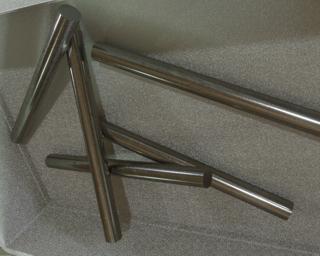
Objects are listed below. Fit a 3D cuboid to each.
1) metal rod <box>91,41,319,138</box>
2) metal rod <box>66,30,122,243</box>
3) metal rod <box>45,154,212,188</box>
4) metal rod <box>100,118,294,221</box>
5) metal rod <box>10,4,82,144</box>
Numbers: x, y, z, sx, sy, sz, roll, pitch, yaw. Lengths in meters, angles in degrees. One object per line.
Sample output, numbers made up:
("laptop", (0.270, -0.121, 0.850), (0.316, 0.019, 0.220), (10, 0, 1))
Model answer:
("metal rod", (0.057, -0.045, 0.350), (0.301, 0.025, 0.025), (21, 126, 15))
("metal rod", (-0.090, 0.021, 0.427), (0.025, 0.025, 0.298), (-1, 106, 28))
("metal rod", (-0.066, 0.059, 0.457), (0.300, 0.025, 0.025), (1, 119, 34))
("metal rod", (0.027, 0.048, 0.422), (0.301, 0.025, 0.025), (23, 127, 14))
("metal rod", (-0.175, -0.054, 0.443), (0.025, 0.025, 0.299), (44, 135, -3))
